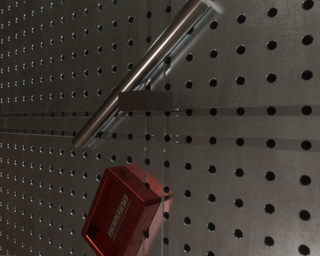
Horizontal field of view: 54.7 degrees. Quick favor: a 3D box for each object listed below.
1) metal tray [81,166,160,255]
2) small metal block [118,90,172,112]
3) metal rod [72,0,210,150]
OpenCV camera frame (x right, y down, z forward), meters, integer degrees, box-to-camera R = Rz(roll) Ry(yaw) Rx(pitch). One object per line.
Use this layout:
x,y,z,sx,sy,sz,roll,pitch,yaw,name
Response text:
-0.062,0.133,0.454,0.090,0.030,0.129,35,111,34,metal tray
-0.019,-0.034,0.407,0.050,0.050,0.025,1,91,39,small metal block
-0.042,-0.063,0.441,0.299,0.025,0.025,-44,64,31,metal rod
